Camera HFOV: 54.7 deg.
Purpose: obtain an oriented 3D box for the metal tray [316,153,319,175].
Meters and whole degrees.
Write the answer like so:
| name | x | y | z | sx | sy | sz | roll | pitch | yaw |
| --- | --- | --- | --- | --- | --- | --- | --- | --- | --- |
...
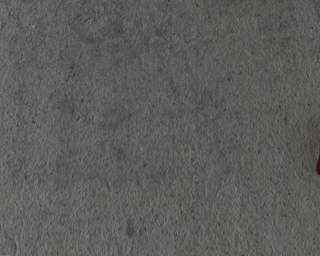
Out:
| name | x | y | z | sx | sy | sz | roll | pitch | yaw |
| --- | --- | --- | --- | --- | --- | --- | --- | --- | --- |
| metal tray | 0.277 | 0.038 | 0.393 | 0.131 | 0.030 | 0.090 | 21 | 71 | 7 |
